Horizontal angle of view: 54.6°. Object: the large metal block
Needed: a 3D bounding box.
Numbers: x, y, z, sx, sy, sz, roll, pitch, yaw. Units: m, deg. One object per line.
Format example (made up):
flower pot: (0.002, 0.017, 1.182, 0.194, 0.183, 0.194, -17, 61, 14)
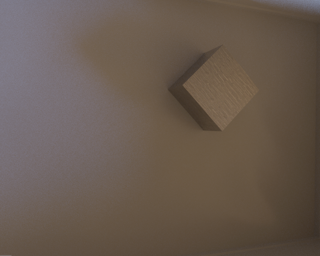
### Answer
large metal block: (0.073, -0.052, 0.424, 0.080, 0.050, 0.080, -46, 104, -14)
